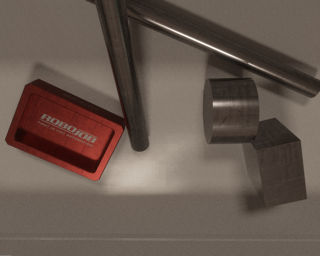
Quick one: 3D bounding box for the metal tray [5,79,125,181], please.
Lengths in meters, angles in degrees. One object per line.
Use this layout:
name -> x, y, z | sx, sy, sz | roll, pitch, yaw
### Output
metal tray -> -0.122, 0.004, 0.408 | 0.131, 0.030, 0.089 | 25, 108, -10

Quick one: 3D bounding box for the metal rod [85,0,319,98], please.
metal rod -> 0.059, -0.103, 0.373 | 0.302, 0.025, 0.025 | 21, 109, -8

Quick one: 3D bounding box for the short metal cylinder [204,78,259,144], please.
short metal cylinder -> 0.083, -0.020, 0.376 | 0.050, 0.080, 0.079 | -1, 110, 0

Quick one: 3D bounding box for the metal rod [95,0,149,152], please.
metal rod -> -0.038, -0.070, 0.305 | 0.025, 0.025, 0.298 | -5, 141, 1

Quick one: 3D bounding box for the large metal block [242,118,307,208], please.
large metal block -> 0.143, 0.042, 0.399 | 0.050, 0.080, 0.080 | -14, 110, 5
